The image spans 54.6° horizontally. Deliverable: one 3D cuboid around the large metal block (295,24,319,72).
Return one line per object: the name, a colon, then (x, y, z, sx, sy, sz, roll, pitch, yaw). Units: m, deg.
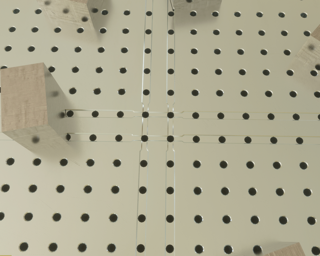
large metal block: (0.260, -0.121, 0.444, 0.080, 0.050, 0.080, 40, 75, 13)

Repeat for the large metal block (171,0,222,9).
large metal block: (0.052, -0.242, 0.487, 0.080, 0.050, 0.080, -11, 70, -4)

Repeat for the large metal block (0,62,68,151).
large metal block: (-0.155, -0.023, 0.390, 0.050, 0.080, 0.080, -10, 70, -4)

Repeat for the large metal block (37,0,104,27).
large metal block: (-0.133, -0.211, 0.475, 0.080, 0.050, 0.080, 13, 71, 5)

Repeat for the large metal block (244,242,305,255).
large metal block: (0.122, 0.177, 0.335, 0.080, 0.050, 0.080, -17, 71, -6)
